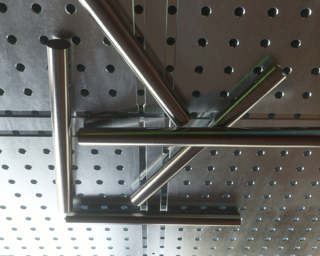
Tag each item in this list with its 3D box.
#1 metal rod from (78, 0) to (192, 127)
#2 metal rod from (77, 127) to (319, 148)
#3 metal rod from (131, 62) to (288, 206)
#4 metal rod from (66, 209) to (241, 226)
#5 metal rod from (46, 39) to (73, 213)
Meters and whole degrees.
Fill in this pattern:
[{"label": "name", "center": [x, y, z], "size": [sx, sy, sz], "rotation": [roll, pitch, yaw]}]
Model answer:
[{"label": "metal rod", "center": [-0.050, -0.107, 0.319], "size": [0.025, 0.025, 0.300], "rotation": [-26, 126, 20]}, {"label": "metal rod", "center": [0.042, 0.011, 0.394], "size": [0.301, 0.025, 0.025], "rotation": [0, 131, 10]}, {"label": "metal rod", "center": [0.050, 0.025, 0.433], "size": [0.025, 0.025, 0.299], "rotation": [29, 124, -23]}, {"label": "metal rod", "center": [-0.010, 0.158, 0.546], "size": [0.302, 0.025, 0.025], "rotation": [1, 130, -2]}, {"label": "metal rod", "center": [-0.135, 0.022, 0.428], "size": [0.025, 0.025, 0.298], "rotation": [7, 130, -7]}]
